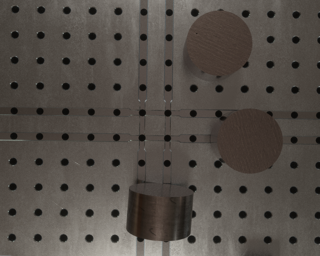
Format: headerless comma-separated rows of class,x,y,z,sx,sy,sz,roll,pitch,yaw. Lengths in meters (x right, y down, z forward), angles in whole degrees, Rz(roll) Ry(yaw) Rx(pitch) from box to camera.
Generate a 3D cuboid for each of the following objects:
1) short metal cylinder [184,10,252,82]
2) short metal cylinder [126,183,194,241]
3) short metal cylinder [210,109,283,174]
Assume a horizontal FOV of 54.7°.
short metal cylinder,0.072,-0.104,0.402,0.081,0.050,0.079,0,90,-1
short metal cylinder,0.000,0.101,0.386,0.081,0.080,0.050,4,90,-1
short metal cylinder,0.110,0.016,0.402,0.081,0.050,0.079,0,90,-1
